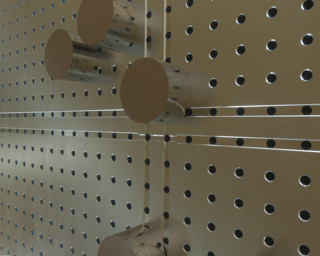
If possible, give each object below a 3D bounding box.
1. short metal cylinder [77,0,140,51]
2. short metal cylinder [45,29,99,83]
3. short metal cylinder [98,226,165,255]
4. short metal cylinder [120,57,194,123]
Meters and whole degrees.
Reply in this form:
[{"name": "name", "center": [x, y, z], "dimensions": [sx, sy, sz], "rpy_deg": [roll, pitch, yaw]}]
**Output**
[{"name": "short metal cylinder", "center": [-0.076, -0.157, 0.454], "dimensions": [0.080, 0.050, 0.079], "rpy_deg": [0, 90, 39]}, {"name": "short metal cylinder", "center": [-0.146, -0.117, 0.510], "dimensions": [0.080, 0.050, 0.079], "rpy_deg": [0, 90, 40]}, {"name": "short metal cylinder", "center": [-0.039, 0.180, 0.423], "dimensions": [0.080, 0.050, 0.079], "rpy_deg": [0, 90, 39]}, {"name": "short metal cylinder", "center": [-0.005, -0.046, 0.395], "dimensions": [0.080, 0.050, 0.079], "rpy_deg": [0, 90, 39]}]
